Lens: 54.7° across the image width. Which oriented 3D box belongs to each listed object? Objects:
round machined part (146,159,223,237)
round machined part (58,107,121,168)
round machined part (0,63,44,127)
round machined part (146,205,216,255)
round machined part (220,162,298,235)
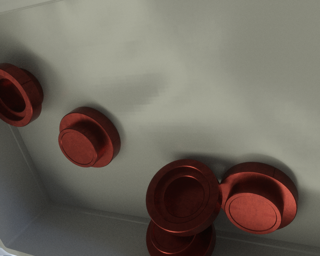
[{"bbox_3d":[0.035,0.094,0.410,0.098,0.098,0.042,1,149,27],"label":"round machined part"},{"bbox_3d":[-0.113,0.021,0.468,0.098,0.042,0.097,13,124,20],"label":"round machined part"},{"bbox_3d":[-0.221,-0.054,0.478,0.098,0.042,0.097,13,124,20],"label":"round machined part"},{"bbox_3d":[0.025,0.147,0.433,0.098,0.098,0.042,1,144,27],"label":"round machined part"},{"bbox_3d":[0.121,0.095,0.392,0.098,0.042,0.097,13,124,20],"label":"round machined part"}]
